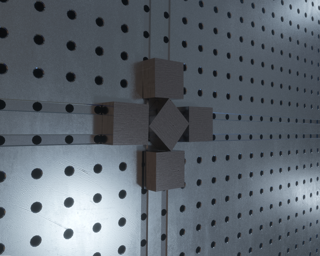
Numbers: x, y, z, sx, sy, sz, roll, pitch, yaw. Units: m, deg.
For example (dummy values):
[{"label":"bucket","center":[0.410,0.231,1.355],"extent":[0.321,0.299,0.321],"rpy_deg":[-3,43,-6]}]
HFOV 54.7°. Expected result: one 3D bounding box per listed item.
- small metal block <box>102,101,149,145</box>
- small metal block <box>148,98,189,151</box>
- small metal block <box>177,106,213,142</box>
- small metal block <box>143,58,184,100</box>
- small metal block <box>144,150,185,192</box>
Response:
[{"label":"small metal block","center":[-0.041,-0.005,0.376],"extent":[0.050,0.025,0.050],"rpy_deg":[2,89,-40]},{"label":"small metal block","center":[0.005,-0.004,0.415],"extent":[0.050,0.025,0.050],"rpy_deg":[50,61,-29]},{"label":"small metal block","center":[0.051,-0.005,0.454],"extent":[0.050,0.025,0.050],"rpy_deg":[0,90,-40]},{"label":"small metal block","center":[0.005,-0.064,0.415],"extent":[0.050,0.025,0.050],"rpy_deg":[-1,91,-40]},{"label":"small metal block","center":[0.006,0.056,0.416],"extent":[0.050,0.025,0.050],"rpy_deg":[0,90,-40]}]
